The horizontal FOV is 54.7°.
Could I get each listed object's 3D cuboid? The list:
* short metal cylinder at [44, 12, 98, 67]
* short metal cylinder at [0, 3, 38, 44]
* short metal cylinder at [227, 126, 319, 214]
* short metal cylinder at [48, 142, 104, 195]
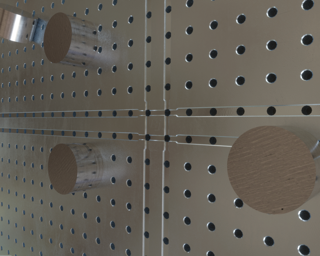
[{"bbox_3d":[-0.148,-0.143,0.512,0.080,0.050,0.079,0,90,39],"label":"short metal cylinder"},{"bbox_3d":[-0.287,-0.205,0.606,0.080,0.081,0.050,37,113,33],"label":"short metal cylinder"},{"bbox_3d":[0.113,0.038,0.299,0.080,0.050,0.079,0,90,39],"label":"short metal cylinder"},{"bbox_3d":[-0.137,0.064,0.504,0.080,0.050,0.079,0,90,39],"label":"short metal cylinder"}]
